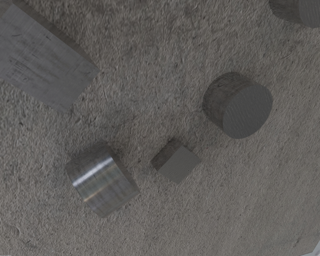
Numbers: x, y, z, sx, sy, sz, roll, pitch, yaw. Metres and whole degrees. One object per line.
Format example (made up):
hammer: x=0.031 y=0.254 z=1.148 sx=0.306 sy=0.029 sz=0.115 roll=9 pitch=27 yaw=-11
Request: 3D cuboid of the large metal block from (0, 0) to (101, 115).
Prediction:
large metal block: x=-0.109 y=-0.067 z=0.270 sx=0.050 sy=0.080 sz=0.080 roll=-49 pitch=129 yaw=6

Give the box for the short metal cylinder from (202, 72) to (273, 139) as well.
short metal cylinder: x=0.106 y=-0.032 z=0.429 sx=0.081 sy=0.050 sz=0.079 roll=-14 pitch=124 yaw=-21

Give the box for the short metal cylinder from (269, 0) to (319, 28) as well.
short metal cylinder: x=0.185 y=-0.171 z=0.386 sx=0.081 sy=0.050 sz=0.079 roll=-14 pitch=124 yaw=-21

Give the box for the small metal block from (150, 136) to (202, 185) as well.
small metal block: x=0.023 y=0.048 z=0.449 sx=0.050 sy=0.025 sz=0.050 roll=-48 pitch=129 yaw=5

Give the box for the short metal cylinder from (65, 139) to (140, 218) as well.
short metal cylinder: x=-0.067 y=0.060 z=0.371 sx=0.050 sy=0.080 sz=0.080 roll=-35 pitch=129 yaw=-5
